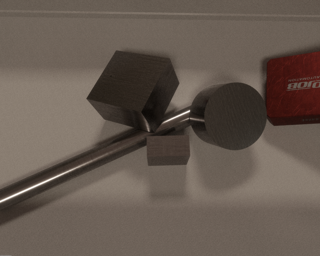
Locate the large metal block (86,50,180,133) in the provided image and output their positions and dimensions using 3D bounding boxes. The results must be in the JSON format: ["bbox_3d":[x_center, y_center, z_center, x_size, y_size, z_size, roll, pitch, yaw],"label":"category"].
[{"bbox_3d":[-0.032,-0.048,0.399,0.080,0.050,0.080,15,66,26],"label":"large metal block"}]

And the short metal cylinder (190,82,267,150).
[{"bbox_3d":[0.083,-0.015,0.386,0.081,0.050,0.079,-1,95,-14],"label":"short metal cylinder"}]

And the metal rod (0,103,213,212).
[{"bbox_3d":[-0.065,0.030,0.397,0.302,0.025,0.025,-24,72,-9],"label":"metal rod"}]

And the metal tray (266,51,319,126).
[{"bbox_3d":[0.207,-0.053,0.397,0.130,0.030,0.090,-4,67,30],"label":"metal tray"}]

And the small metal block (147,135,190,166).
[{"bbox_3d":[0.010,0.029,0.386,0.050,0.050,0.025,-2,71,-1],"label":"small metal block"}]
